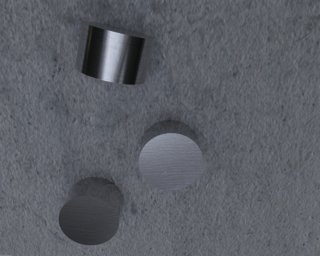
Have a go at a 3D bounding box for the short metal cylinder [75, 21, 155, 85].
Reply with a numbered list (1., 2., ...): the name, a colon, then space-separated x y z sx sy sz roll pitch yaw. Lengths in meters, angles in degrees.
1. short metal cylinder: -0.050 -0.085 0.348 0.081 0.080 0.050 13 110 -5

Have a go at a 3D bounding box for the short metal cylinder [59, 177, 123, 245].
1. short metal cylinder: -0.095 0.117 0.438 0.081 0.050 0.079 0 110 -1

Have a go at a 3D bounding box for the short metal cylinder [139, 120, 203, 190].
1. short metal cylinder: 0.014 0.035 0.410 0.081 0.050 0.079 0 110 -1
